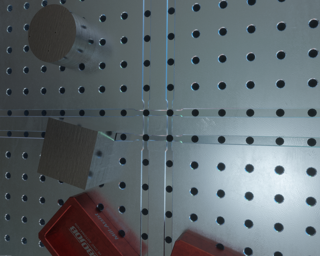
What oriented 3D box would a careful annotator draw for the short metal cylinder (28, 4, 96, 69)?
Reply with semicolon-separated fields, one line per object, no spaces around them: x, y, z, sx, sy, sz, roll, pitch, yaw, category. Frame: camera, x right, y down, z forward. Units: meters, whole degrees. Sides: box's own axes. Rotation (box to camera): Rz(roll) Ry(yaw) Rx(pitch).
-0.141;-0.130;0.449;0.080;0.050;0.079;0;90;20;short metal cylinder

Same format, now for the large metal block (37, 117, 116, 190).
-0.117;0.033;0.441;0.080;0.050;0.080;15;95;19;large metal block

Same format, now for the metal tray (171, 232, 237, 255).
0.046;0.213;0.393;0.090;0.030;0.129;20;96;18;metal tray

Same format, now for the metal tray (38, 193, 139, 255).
-0.104;0.171;0.446;0.130;0.030;0.090;45;104;14;metal tray
